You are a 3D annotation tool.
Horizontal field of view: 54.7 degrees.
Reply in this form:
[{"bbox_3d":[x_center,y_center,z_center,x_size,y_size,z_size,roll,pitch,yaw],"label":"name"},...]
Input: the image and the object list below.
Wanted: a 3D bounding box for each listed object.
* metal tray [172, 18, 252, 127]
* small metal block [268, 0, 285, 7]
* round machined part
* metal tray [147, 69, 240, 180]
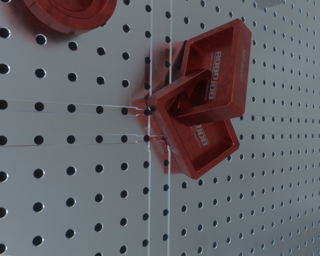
[{"bbox_3d":[0.069,-0.071,0.408,0.030,0.090,0.130,32,60,-38],"label":"metal tray"},{"bbox_3d":[0.223,-0.272,0.595,0.050,0.025,0.050,43,64,-32],"label":"small metal block"},{"bbox_3d":[-0.096,-0.145,0.317,0.099,0.042,0.097,0,90,-40],"label":"round machined part"},{"bbox_3d":[0.050,-0.005,0.431,0.090,0.030,0.130,-33,112,-17],"label":"metal tray"}]
